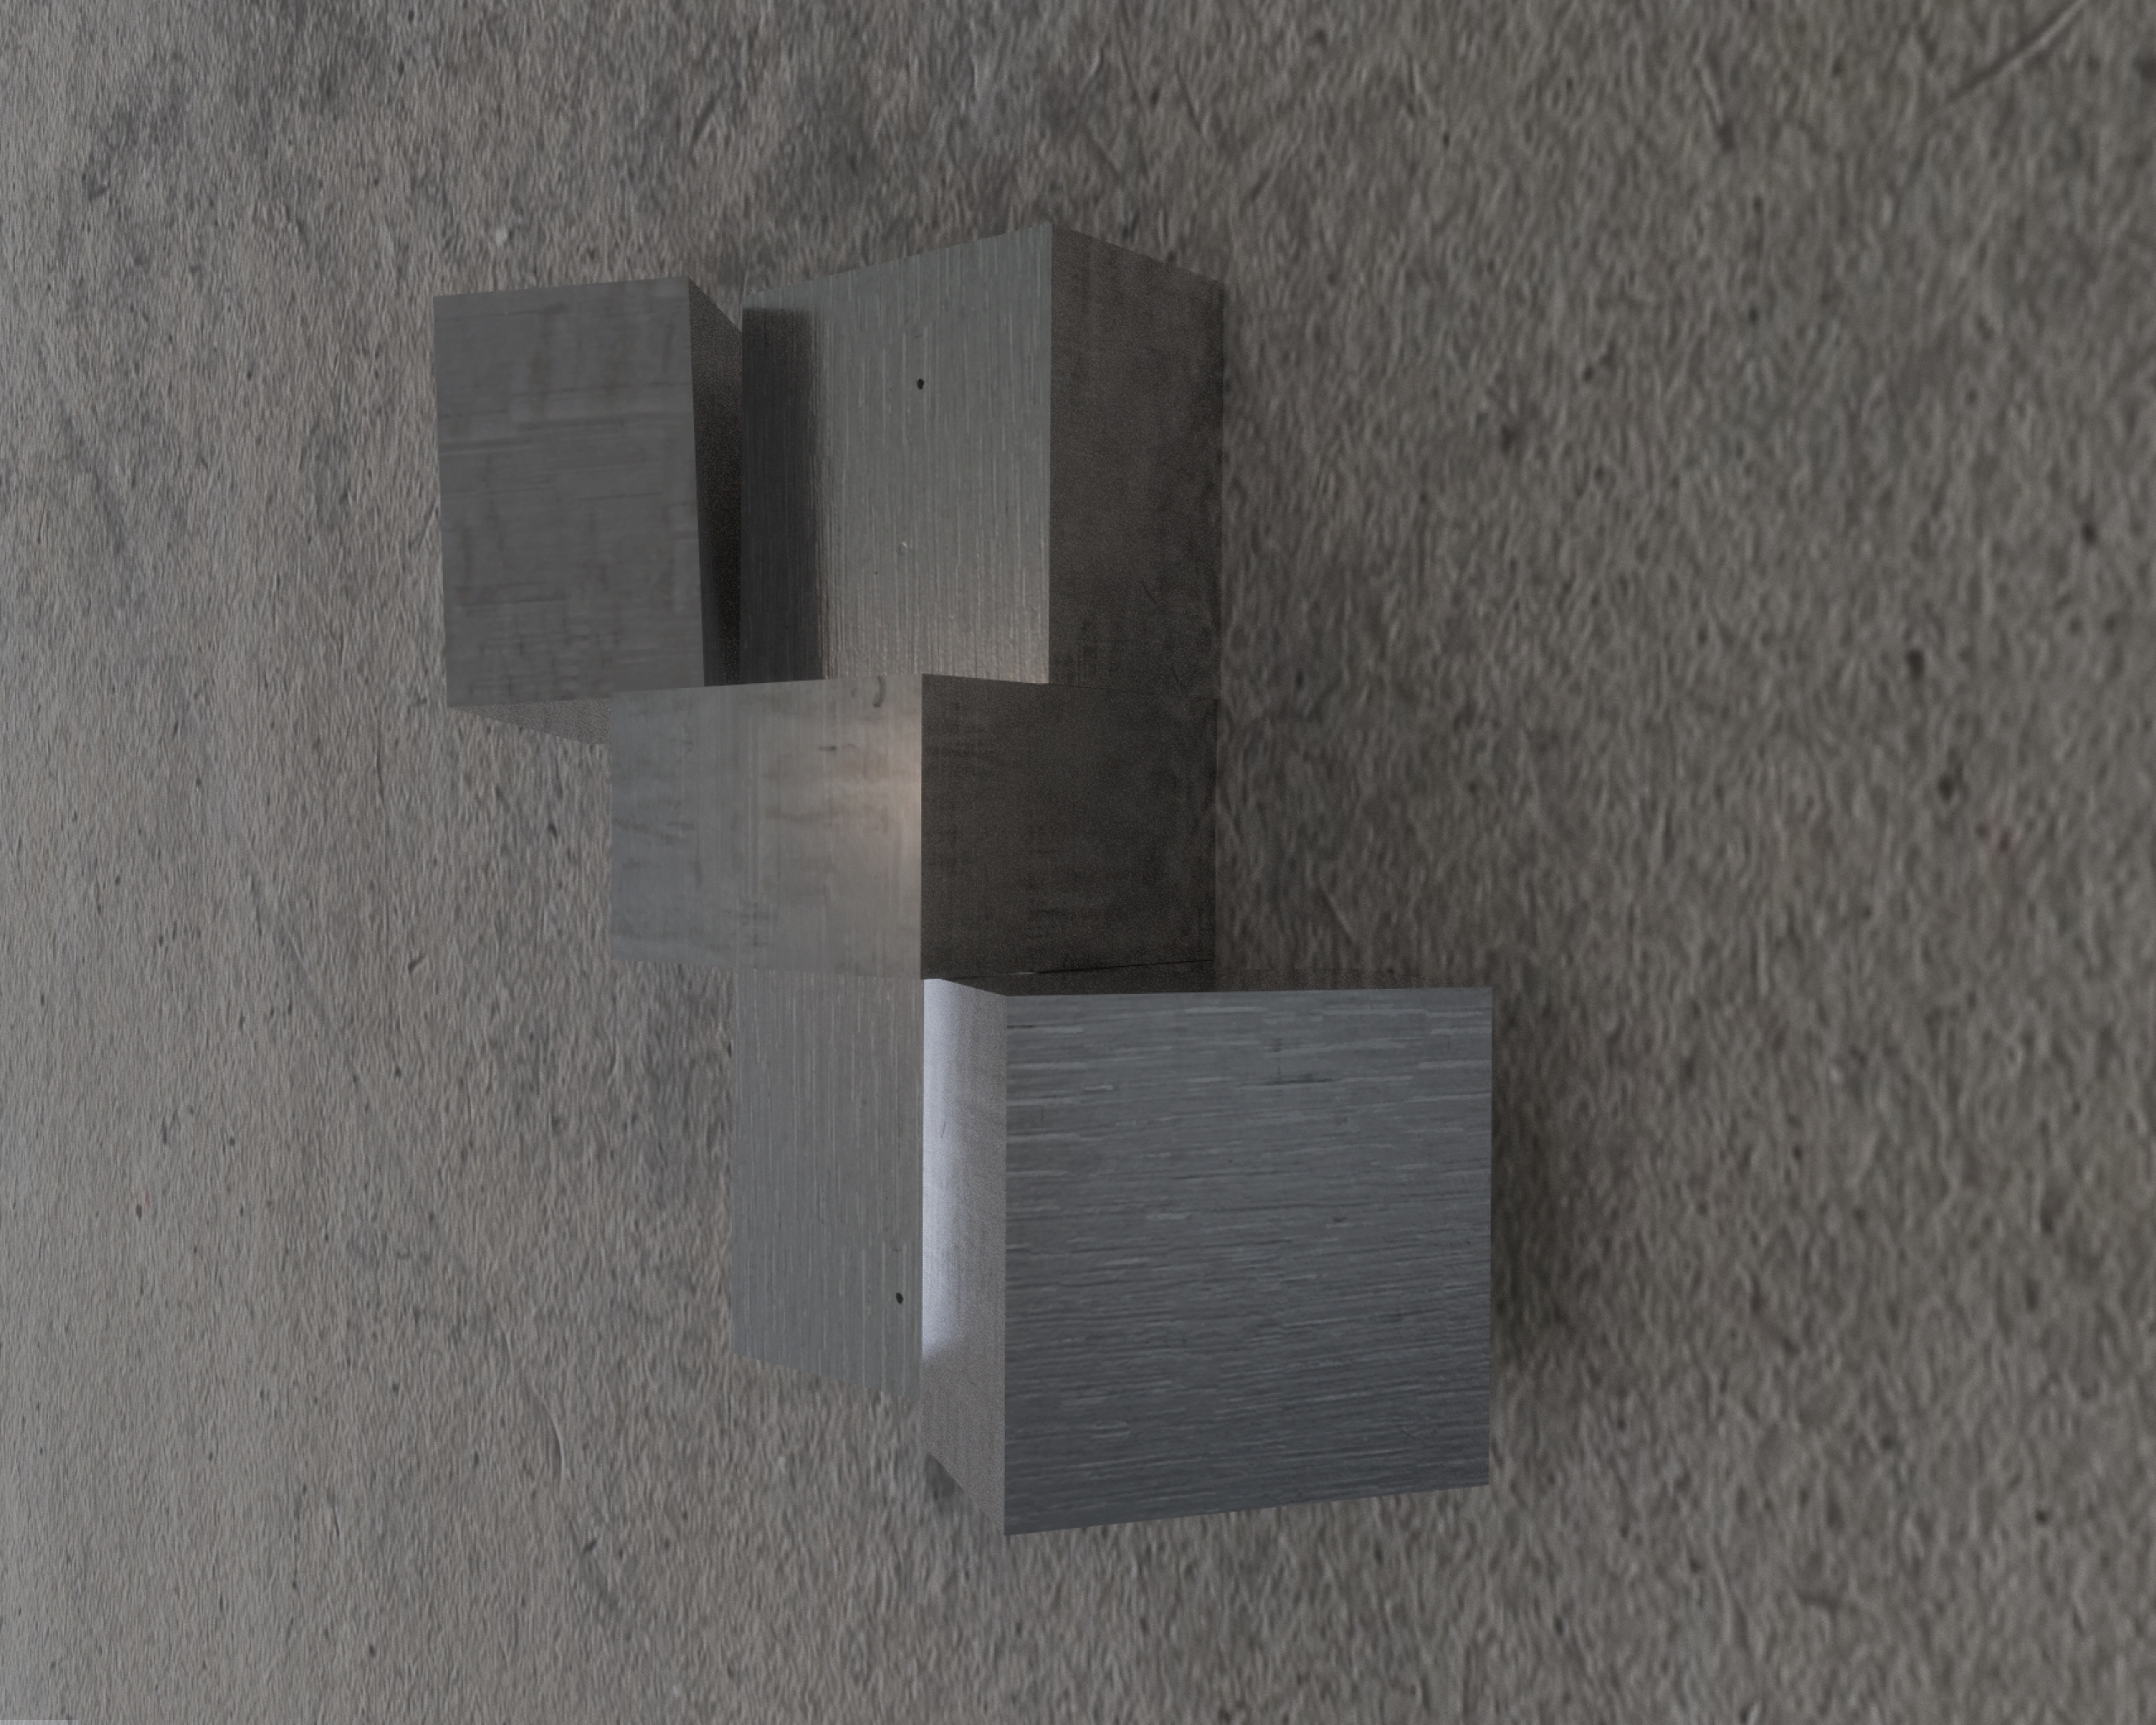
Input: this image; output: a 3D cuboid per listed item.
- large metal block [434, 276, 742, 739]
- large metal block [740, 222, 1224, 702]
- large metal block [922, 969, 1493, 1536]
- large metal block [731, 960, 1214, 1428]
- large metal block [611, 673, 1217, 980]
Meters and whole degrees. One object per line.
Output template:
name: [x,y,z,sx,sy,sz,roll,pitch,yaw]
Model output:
large metal block: [-0.093,-0.069,0.437,0.050,0.080,0.080,-3,88,6]
large metal block: [-0.019,-0.071,0.405,0.080,0.050,0.080,1,91,40]
large metal block: [0.020,0.059,0.344,0.050,0.081,0.080,-179,89,-72]
large metal block: [-0.021,0.058,0.406,0.080,0.050,0.079,1,91,40]
large metal block: [-0.030,-0.007,0.394,0.080,0.081,0.050,1,91,40]
